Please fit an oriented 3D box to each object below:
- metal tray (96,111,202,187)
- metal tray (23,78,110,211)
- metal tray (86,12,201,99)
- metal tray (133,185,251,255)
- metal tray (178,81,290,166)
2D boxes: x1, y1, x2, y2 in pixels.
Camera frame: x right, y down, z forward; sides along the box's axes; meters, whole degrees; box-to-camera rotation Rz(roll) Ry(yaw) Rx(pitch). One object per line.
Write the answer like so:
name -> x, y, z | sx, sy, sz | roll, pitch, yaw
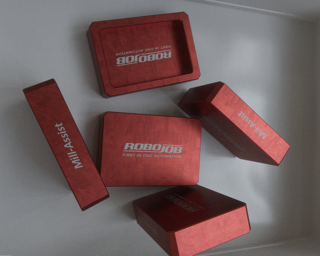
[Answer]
metal tray -> -0.013, 0.028, 0.401 | 0.131, 0.030, 0.089 | 4, 89, -21
metal tray -> -0.103, 0.017, 0.336 | 0.030, 0.090, 0.129 | -26, 99, -19
metal tray -> -0.019, -0.095, 0.400 | 0.131, 0.030, 0.089 | -14, 95, -20
metal tray -> 0.030, 0.101, 0.364 | 0.091, 0.130, 0.030 | -13, 95, -20
metal tray -> 0.095, -0.004, 0.410 | 0.130, 0.090, 0.030 | 39, 78, -16
